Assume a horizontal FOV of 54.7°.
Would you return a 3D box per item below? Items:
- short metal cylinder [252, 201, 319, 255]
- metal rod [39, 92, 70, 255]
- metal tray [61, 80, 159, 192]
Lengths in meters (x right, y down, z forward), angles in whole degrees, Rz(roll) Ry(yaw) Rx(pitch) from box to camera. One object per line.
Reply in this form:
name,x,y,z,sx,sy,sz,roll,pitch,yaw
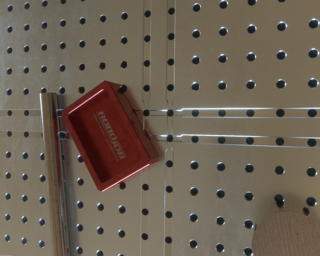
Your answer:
short metal cylinder,0.146,0.127,0.347,0.080,0.050,0.080,0,90,20
metal rod,-0.157,0.096,0.467,0.025,0.025,0.298,-6,88,20
metal tray,-0.072,0.011,0.435,0.090,0.030,0.130,-32,80,17
